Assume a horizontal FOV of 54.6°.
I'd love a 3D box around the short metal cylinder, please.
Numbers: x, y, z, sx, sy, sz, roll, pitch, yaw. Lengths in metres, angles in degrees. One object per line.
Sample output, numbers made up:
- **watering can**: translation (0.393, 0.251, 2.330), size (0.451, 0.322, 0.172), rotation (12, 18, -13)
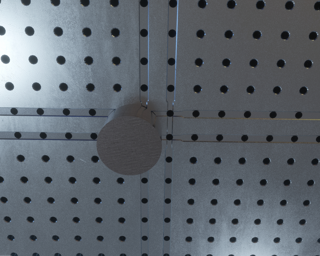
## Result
- **short metal cylinder**: translation (-0.038, 0.015, 0.405), size (0.080, 0.050, 0.079), rotation (0, 110, 0)
